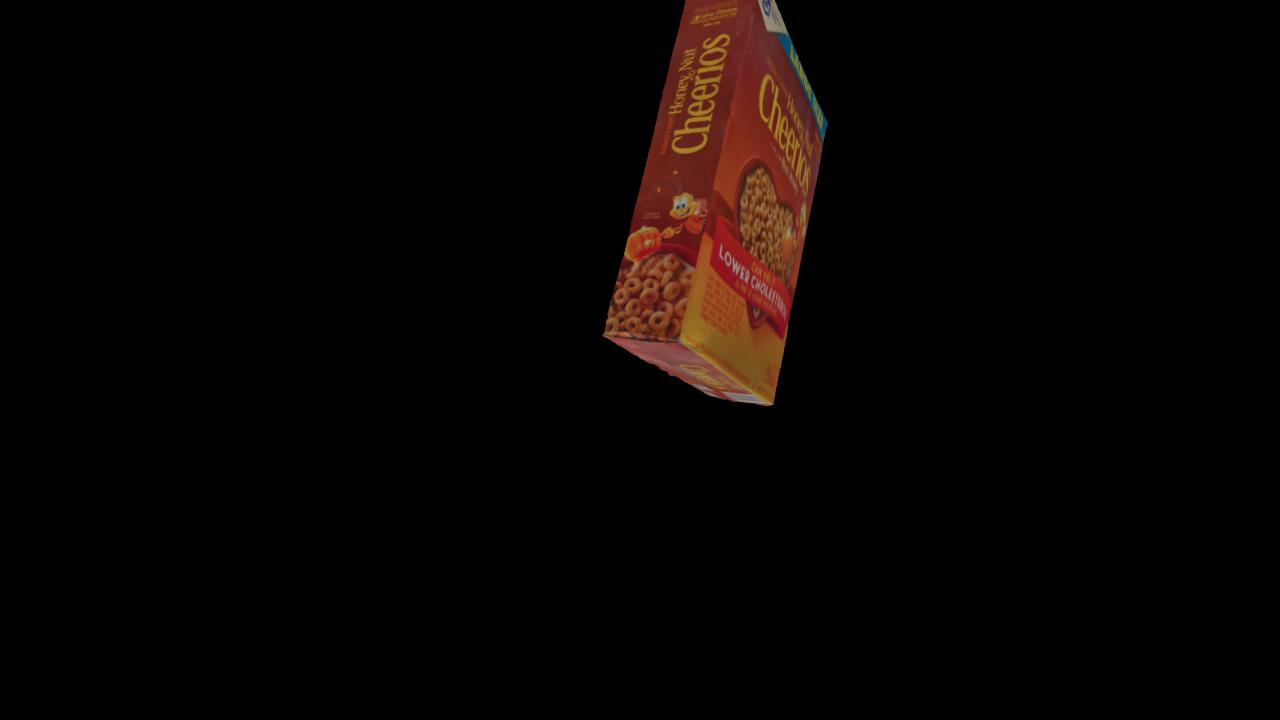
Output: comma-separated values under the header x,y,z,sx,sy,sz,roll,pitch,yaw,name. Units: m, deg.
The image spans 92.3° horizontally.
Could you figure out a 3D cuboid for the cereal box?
x,y,z,sx,sy,sz,roll,pitch,yaw,name
0.083,-0.131,0.540,0.081,0.306,0.203,7,-13,32,cereal box
